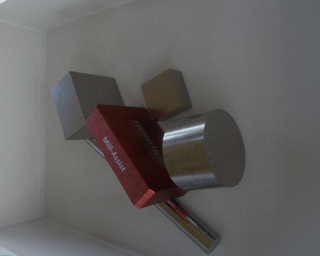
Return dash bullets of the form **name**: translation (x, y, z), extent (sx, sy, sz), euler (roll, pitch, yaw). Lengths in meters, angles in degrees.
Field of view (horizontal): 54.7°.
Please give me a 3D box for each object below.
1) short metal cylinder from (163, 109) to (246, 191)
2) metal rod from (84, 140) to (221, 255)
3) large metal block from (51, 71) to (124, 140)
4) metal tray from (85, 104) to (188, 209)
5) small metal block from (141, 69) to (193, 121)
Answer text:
- **short metal cylinder**: translation (0.048, 0.024, 0.328), extent (0.050, 0.081, 0.080), euler (-15, 81, 40)
- **metal rod**: translation (-0.040, 0.062, 0.436), extent (0.300, 0.025, 0.025), euler (35, 112, 34)
- **large metal block**: translation (-0.099, -0.030, 0.448), extent (0.050, 0.081, 0.080), euler (-33, 70, 35)
- **metal tray**: translation (-0.022, 0.028, 0.378), extent (0.030, 0.091, 0.130), euler (-51, 61, 27)
- **small metal block**: translation (0.008, -0.041, 0.395), extent (0.050, 0.025, 0.050), euler (-25, 75, 37)
